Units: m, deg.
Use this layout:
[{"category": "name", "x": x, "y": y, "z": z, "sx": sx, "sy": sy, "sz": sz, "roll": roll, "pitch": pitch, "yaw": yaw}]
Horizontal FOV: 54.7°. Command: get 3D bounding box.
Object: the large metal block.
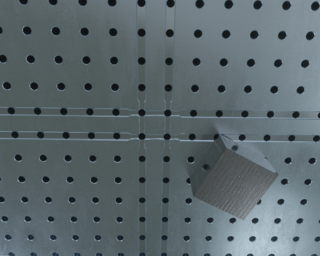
[{"category": "large metal block", "x": 0.098, "y": 0.067, "z": 0.426, "sx": 0.080, "sy": 0.050, "sz": 0.080, "roll": 27, "pitch": 108, "yaw": -10}]
